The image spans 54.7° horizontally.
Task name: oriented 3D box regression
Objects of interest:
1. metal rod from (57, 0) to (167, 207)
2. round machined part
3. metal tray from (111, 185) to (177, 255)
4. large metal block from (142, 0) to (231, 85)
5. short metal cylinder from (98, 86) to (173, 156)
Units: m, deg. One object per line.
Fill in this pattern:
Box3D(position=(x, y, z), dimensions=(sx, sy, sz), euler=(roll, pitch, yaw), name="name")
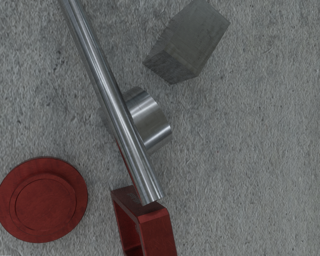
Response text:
Box3D(position=(-0.065, -0.063, 0.328), dimensions=(0.025, 0.025, 0.299), euler=(-20, 75, -19), name="metal rod")
Box3D(position=(-0.132, 0.083, 0.352), dimensions=(0.099, 0.042, 0.097), euler=(0, 90, -21), name="round machined part")
Box3D(position=(-0.020, 0.122, 0.347), dimensions=(0.030, 0.130, 0.089), euler=(-13, 95, -20), name="metal tray")
Box3D(position=(0.030, -0.106, 0.392), dimensions=(0.050, 0.080, 0.080), euler=(35, 79, -17), name="large metal block")
Box3D(position=(-0.030, -0.003, 0.370), dimensions=(0.050, 0.080, 0.080), euler=(-34, 102, -17), name="short metal cylinder")
